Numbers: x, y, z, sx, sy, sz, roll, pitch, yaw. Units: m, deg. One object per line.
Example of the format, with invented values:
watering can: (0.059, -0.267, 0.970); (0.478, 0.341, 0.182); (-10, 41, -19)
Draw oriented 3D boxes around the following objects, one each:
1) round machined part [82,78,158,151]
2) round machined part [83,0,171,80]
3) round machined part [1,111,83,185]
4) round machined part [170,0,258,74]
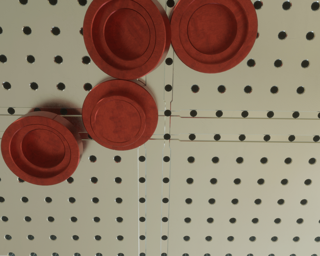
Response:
round machined part: (-0.051, -0.014, 0.398); (0.099, 0.042, 0.097); (0, 110, -1)
round machined part: (-0.034, -0.107, 0.354); (0.098, 0.042, 0.097); (7, 112, 17)
round machined part: (-0.151, 0.023, 0.411); (0.099, 0.042, 0.097); (0, 110, -1)
round machined part: (0.059, -0.116, 0.363); (0.099, 0.042, 0.097); (0, 110, -1)
